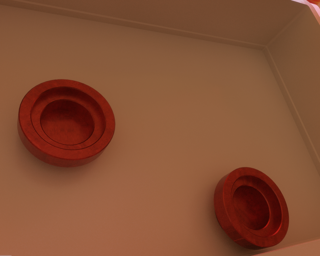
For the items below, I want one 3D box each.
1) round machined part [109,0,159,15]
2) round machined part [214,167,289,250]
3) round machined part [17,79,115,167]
[{"bbox_3d":[-0.044,-0.241,0.520,0.099,0.042,0.098,14,56,-21],"label":"round machined part"},{"bbox_3d":[0.109,0.102,0.391,0.099,0.042,0.098,14,56,-21],"label":"round machined part"},{"bbox_3d":[-0.103,-0.002,0.340,0.099,0.042,0.098,14,56,-21],"label":"round machined part"}]
